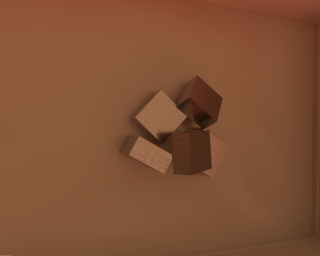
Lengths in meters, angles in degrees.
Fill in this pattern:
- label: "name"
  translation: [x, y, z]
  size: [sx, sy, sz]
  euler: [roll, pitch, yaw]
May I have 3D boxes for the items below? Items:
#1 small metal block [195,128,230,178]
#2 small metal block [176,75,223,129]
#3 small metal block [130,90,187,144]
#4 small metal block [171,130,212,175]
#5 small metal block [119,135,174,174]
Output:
- label: "small metal block"
  translation: [0.061, 0.034, 0.432]
  size: [0.050, 0.025, 0.050]
  euler: [37, 78, -17]
- label: "small metal block"
  translation: [0.055, -0.035, 0.418]
  size: [0.050, 0.025, 0.050]
  euler: [39, 45, -17]
- label: "small metal block"
  translation: [-0.002, -0.014, 0.408]
  size: [0.050, 0.025, 0.050]
  euler: [45, 76, -15]
- label: "small metal block"
  translation: [0.040, 0.029, 0.386]
  size: [0.050, 0.025, 0.050]
  euler: [-5, 92, -52]
- label: "small metal block"
  translation: [-0.018, 0.032, 0.389]
  size: [0.050, 0.050, 0.025]
  euler: [31, 80, -18]
